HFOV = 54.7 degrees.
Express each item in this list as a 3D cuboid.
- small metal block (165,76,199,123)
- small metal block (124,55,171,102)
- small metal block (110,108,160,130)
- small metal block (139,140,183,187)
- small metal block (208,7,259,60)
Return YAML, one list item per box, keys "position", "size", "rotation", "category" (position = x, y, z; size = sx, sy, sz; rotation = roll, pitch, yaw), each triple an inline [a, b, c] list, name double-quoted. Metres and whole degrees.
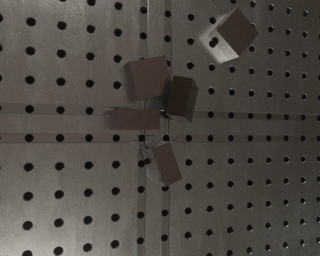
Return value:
- position: [0.030, -0.037, 0.409]
  size: [0.025, 0.050, 0.050]
  rotation: [11, 86, 16]
  category: "small metal block"
- position: [-0.015, -0.065, 0.408]
  size: [0.050, 0.025, 0.050]
  rotation: [-15, 95, -20]
  category: "small metal block"
- position: [-0.032, -0.011, 0.388]
  size: [0.050, 0.050, 0.025]
  rotation: [-1, 91, -20]
  category: "small metal block"
- position: [0.000, 0.044, 0.401]
  size: [0.025, 0.050, 0.050]
  rotation: [-22, 98, -19]
  category: "small metal block"
- position: [0.108, -0.137, 0.454]
  size: [0.050, 0.025, 0.050]
  rotation: [45, 76, -15]
  category: "small metal block"
